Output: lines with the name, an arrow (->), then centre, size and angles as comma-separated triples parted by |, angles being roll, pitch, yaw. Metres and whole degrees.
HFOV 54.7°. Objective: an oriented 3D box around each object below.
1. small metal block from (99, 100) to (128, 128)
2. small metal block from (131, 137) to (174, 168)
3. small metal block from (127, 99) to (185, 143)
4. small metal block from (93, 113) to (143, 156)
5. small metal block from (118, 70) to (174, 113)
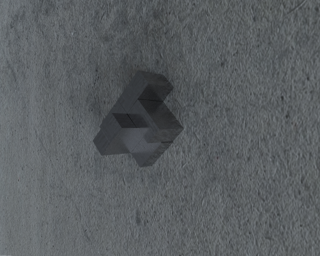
small metal block -> -0.046, -0.010, 0.425 | 0.050, 0.050, 0.025 | -51, 60, 28
small metal block -> -0.017, 0.017, 0.419 | 0.050, 0.025, 0.050 | -50, 61, 28
small metal block -> -0.005, -0.009, 0.392 | 0.025, 0.050, 0.050 | -50, 61, 28
small metal block -> -0.049, 0.008, 0.396 | 0.050, 0.050, 0.025 | -51, 60, 28
small metal block -> -0.018, -0.045, 0.403 | 0.050, 0.050, 0.025 | -51, 60, 28
